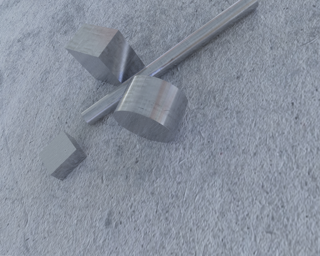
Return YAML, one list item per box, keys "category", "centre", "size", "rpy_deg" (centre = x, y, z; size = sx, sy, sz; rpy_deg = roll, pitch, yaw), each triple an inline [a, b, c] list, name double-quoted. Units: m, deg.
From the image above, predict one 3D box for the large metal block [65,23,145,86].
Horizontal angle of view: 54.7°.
- category: "large metal block"
  centre: [-0.084, -0.110, 0.480]
  size: [0.080, 0.080, 0.050]
  rpy_deg: [23, 74, 36]

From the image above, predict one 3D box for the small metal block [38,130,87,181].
- category: "small metal block"
  centre: [-0.143, 0.040, 0.454]
  size: [0.050, 0.025, 0.050]
  rpy_deg: [-45, 51, -3]

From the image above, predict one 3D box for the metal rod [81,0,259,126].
- category: "metal rod"
  centre: [0.012, -0.099, 0.458]
  size: [0.300, 0.025, 0.025]
  rpy_deg: [-35, 51, 4]

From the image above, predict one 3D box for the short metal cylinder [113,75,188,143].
- category: "short metal cylinder"
  centre: [-0.011, -0.022, 0.388]
  size: [0.080, 0.080, 0.050]
  rpy_deg: [9, 67, 32]
